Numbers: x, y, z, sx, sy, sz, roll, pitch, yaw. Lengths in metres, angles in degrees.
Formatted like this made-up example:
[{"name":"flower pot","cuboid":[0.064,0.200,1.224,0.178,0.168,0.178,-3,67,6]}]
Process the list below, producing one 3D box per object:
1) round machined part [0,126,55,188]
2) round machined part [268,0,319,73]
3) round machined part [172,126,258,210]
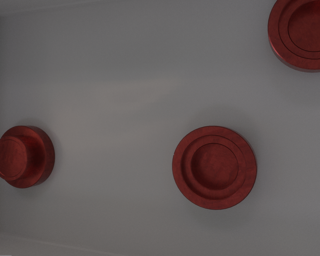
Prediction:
[{"name":"round machined part","cuboid":[-0.216,0.045,0.478,0.098,0.042,0.097,0,90,20]},{"name":"round machined part","cuboid":[0.171,-0.109,0.341,0.098,0.042,0.097,0,90,20]},{"name":"round machined part","cuboid":[0.068,0.046,0.377,0.098,0.042,0.097,0,90,20]}]
